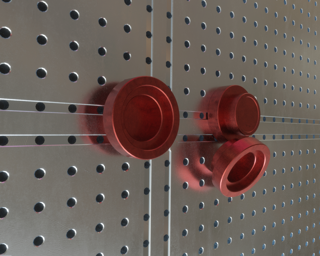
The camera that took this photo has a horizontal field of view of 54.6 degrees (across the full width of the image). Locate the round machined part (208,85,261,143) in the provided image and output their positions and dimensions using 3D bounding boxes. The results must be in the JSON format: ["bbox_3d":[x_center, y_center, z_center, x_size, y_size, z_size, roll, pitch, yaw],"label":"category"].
[{"bbox_3d":[0.126,-0.021,0.502,0.099,0.042,0.097,0,90,-40],"label":"round machined part"}]

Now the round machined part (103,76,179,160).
[{"bbox_3d":[-0.026,-0.012,0.375,0.099,0.042,0.097,0,90,-40],"label":"round machined part"}]

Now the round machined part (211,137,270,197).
[{"bbox_3d":[0.119,0.055,0.479,0.099,0.042,0.097,-19,129,-25],"label":"round machined part"}]
